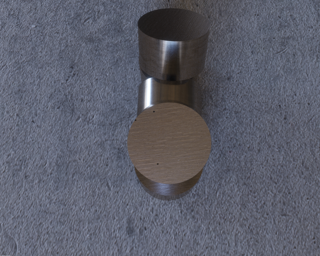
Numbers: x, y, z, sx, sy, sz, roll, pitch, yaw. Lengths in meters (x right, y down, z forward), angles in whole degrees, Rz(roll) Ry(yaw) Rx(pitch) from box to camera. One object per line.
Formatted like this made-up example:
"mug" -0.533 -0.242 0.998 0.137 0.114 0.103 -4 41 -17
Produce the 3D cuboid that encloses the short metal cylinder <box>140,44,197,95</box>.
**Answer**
"short metal cylinder" 0.013 -0.081 0.426 0.081 0.050 0.080 0 70 0

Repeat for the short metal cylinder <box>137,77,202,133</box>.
"short metal cylinder" 0.012 -0.025 0.390 0.080 0.080 0.050 1 70 0

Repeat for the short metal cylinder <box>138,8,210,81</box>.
"short metal cylinder" 0.015 -0.099 0.364 0.081 0.050 0.080 1 45 -1

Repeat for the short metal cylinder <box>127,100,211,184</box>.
"short metal cylinder" 0.009 0.012 0.321 0.080 0.050 0.079 0 98 1

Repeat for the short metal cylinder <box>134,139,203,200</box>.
"short metal cylinder" 0.010 0.046 0.380 0.081 0.050 0.080 0 70 0
